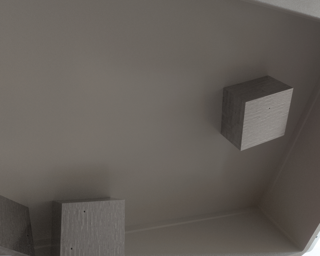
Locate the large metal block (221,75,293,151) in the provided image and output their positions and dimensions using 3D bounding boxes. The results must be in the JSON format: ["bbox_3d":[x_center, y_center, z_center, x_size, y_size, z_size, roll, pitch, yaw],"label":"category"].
[{"bbox_3d":[0.139,-0.023,0.454,0.081,0.050,0.079,-17,125,-19],"label":"large metal block"}]

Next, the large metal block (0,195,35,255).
[{"bbox_3d":[-0.192,0.117,0.341,0.050,0.080,0.080,-44,129,2],"label":"large metal block"}]

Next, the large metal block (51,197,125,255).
[{"bbox_3d":[-0.093,0.134,0.400,0.081,0.050,0.080,4,80,-30],"label":"large metal block"}]
